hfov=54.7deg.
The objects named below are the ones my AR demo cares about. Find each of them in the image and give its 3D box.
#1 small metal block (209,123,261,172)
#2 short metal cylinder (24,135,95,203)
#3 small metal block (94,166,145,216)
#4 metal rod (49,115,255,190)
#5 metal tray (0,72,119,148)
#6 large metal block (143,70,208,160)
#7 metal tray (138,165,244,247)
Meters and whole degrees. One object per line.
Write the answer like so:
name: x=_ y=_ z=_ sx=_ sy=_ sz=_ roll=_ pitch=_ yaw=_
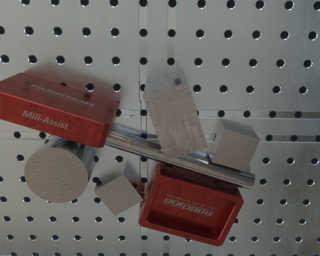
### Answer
small metal block: x=0.101 y=0.026 z=0.424 sx=0.050 sy=0.025 sz=0.050 roll=16 pitch=109 yaw=-6
short metal cylinder: x=-0.132 y=0.053 z=0.417 sx=0.081 sy=0.050 sz=0.079 roll=0 pitch=110 yaw=0
small metal block: x=-0.058 y=0.091 z=0.447 sx=0.050 sy=0.025 sz=0.050 roll=-31 pitch=107 yaw=10
metal rod: x=-0.013 y=0.030 z=0.424 sx=0.302 sy=0.025 sz=0.025 roll=18 pitch=109 yaw=-7
metal tray: x=-0.120 y=-0.024 z=0.367 sx=0.131 sy=0.090 sz=0.030 roll=17 pitch=109 yaw=-7
large metal block: x=0.018 y=-0.019 z=0.378 sx=0.050 sy=0.080 sz=0.080 roll=-17 pitch=109 yaw=6
metal tray: x=0.044 y=0.115 z=0.453 sx=0.131 sy=0.030 sz=0.089 roll=17 pitch=109 yaw=-7
